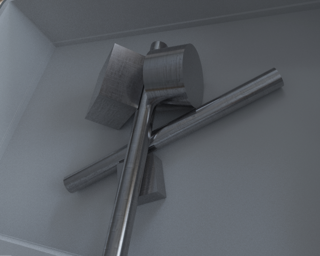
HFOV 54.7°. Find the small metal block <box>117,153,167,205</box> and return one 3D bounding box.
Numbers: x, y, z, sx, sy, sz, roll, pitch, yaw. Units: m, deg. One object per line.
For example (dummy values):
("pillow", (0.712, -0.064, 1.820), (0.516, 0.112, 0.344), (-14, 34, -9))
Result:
("small metal block", (-0.023, 0.064, 0.376), (0.050, 0.025, 0.050), (-19, 54, 16))

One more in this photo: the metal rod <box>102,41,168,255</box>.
("metal rod", (-0.025, 0.014, 0.373), (0.025, 0.025, 0.300), (-4, 58, 25))

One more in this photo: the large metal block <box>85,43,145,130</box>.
("large metal block", (-0.060, -0.053, 0.425), (0.080, 0.050, 0.080), (-40, 34, 57))

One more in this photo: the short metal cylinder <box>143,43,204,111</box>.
("short metal cylinder", (0.019, -0.063, 0.395), (0.050, 0.080, 0.080), (-3, 60, 25))

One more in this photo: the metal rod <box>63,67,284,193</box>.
("metal rod", (0.009, 0.008, 0.392), (0.301, 0.025, 0.025), (-28, 53, 10))
